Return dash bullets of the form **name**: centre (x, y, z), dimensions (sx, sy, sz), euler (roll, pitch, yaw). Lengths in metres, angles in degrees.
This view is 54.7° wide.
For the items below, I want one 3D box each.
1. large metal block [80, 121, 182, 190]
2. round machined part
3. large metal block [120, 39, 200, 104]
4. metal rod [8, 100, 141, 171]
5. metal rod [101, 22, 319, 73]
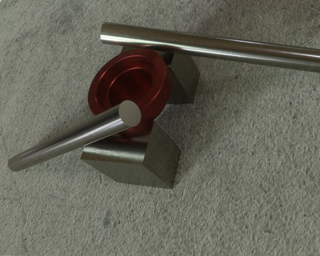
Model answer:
- **large metal block**: centre (-0.030, 0.032, 0.365), dimensions (0.080, 0.080, 0.050), euler (1, 63, 28)
- **round machined part**: centre (-0.030, -0.040, 0.358), dimensions (0.098, 0.042, 0.098), euler (-13, 56, 20)
- **large metal block**: centre (-0.001, -0.074, 0.414), dimensions (0.080, 0.080, 0.050), euler (1, 63, 28)
- **metal rod**: centre (-0.127, 0.022, 0.386), dimensions (0.299, 0.025, 0.025), euler (-19, 51, 45)
- **metal rod**: centre (0.081, -0.088, 0.347), dimensions (0.302, 0.025, 0.025), euler (10, 65, 8)
